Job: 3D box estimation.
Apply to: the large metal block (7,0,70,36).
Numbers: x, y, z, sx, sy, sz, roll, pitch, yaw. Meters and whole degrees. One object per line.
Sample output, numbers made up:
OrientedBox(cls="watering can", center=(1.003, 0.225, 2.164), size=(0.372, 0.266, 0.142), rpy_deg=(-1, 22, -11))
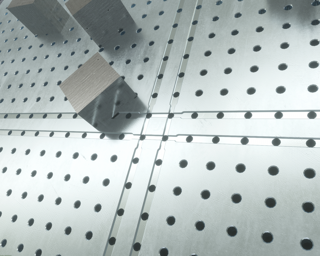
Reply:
OrientedBox(cls="large metal block", center=(-0.255, -0.245, 0.653), size=(0.080, 0.080, 0.050), rpy_deg=(4, 64, 30))

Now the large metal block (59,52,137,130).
OrientedBox(cls="large metal block", center=(-0.096, -0.058, 0.476), size=(0.080, 0.050, 0.080), rpy_deg=(-42, 51, -1))

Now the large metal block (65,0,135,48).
OrientedBox(cls="large metal block", center=(-0.106, -0.206, 0.553), size=(0.080, 0.080, 0.050), rpy_deg=(-37, 51, 3))
